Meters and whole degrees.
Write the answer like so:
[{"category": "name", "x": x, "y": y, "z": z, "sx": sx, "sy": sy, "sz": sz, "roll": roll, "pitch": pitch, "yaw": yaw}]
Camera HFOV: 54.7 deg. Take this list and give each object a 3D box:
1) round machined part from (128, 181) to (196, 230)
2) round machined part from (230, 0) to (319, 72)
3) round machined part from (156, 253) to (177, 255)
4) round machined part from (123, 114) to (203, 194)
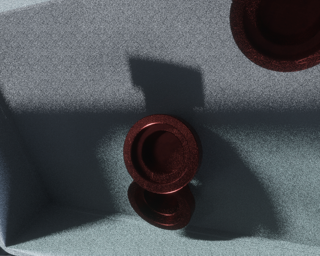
[{"category": "round machined part", "x": 0.006, "y": 0.099, "z": 0.453, "sx": 0.098, "sy": 0.042, "sz": 0.097, "roll": 14, "pitch": 126, "yaw": 20}, {"category": "round machined part", "x": 0.115, "y": -0.103, "z": 0.273, "sx": 0.098, "sy": 0.042, "sz": 0.097, "roll": 13, "pitch": 124, "yaw": 20}, {"category": "round machined part", "x": 0.022, "y": 0.278, "z": 0.559, "sx": 0.098, "sy": 0.042, "sz": 0.097, "roll": 13, "pitch": 124, "yaw": 20}, {"category": "round machined part", "x": 0.007, "y": 0.031, "z": 0.396, "sx": 0.098, "sy": 0.042, "sz": 0.097, "roll": 1, "pitch": 93, "yaw": 20}]
